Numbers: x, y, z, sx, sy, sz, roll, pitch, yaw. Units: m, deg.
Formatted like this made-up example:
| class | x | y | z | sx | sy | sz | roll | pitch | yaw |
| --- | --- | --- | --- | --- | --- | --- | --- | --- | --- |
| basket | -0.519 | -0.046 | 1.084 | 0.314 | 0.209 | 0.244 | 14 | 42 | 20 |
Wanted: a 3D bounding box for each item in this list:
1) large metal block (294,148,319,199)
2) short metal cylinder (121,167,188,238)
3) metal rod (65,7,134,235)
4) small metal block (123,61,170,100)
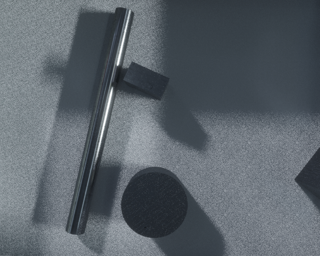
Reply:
| class | x | y | z | sx | sy | sz | roll | pitch | yaw |
| --- | --- | --- | --- | --- | --- | --- | --- | --- | --- |
| large metal block | 0.230 | 0.055 | 0.387 | 0.050 | 0.080 | 0.080 | 38 | 90 | -1 |
| short metal cylinder | -0.007 | 0.093 | 0.399 | 0.081 | 0.050 | 0.079 | 0 | 90 | -1 |
| metal rod | -0.079 | -0.009 | 0.410 | 0.025 | 0.025 | 0.298 | 13 | 90 | -1 |
| small metal block | -0.016 | -0.059 | 0.399 | 0.050 | 0.050 | 0.025 | 24 | 90 | -1 |
